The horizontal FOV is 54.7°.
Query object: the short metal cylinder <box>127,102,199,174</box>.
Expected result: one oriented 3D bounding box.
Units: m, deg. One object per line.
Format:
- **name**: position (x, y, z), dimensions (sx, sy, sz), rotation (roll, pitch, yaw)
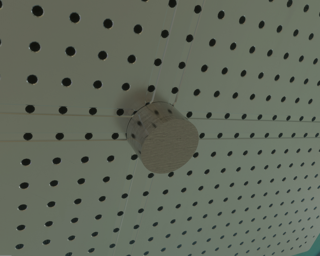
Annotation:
- **short metal cylinder**: position (0.003, 0.013, 0.405), dimensions (0.081, 0.050, 0.079), rotation (-14, 125, -21)
